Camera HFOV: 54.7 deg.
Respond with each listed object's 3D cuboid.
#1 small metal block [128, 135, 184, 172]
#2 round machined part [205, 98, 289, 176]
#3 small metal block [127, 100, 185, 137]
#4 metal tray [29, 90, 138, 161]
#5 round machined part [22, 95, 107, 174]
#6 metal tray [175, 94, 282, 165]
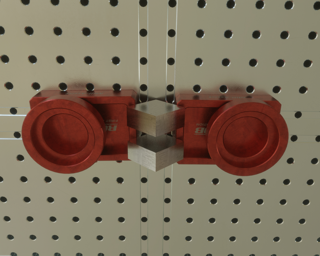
[{"bbox_3d":[-0.005,0.028,0.394,0.050,0.050,0.025,19,117,41],"label":"small metal block"},{"bbox_3d":[0.107,0.008,0.395,0.099,0.042,0.097,0,110,0],"label":"round machined part"},{"bbox_3d":[-0.005,-0.014,0.380,0.050,0.050,0.025,19,117,41],"label":"small metal block"},{"bbox_3d":[-0.095,-0.002,0.410,0.131,0.030,0.089,-1,112,0],"label":"metal tray"},{"bbox_3d":[-0.117,0.005,0.392,0.099,0.042,0.097,0,110,0],"label":"round machined part"},{"bbox_3d":[0.086,0.003,0.413,0.131,0.030,0.089,1,110,-1],"label":"metal tray"}]
